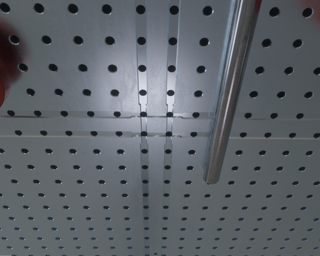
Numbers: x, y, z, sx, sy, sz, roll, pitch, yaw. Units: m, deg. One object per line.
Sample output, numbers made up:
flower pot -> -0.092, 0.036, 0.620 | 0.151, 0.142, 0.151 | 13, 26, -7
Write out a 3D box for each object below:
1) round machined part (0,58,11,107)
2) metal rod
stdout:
round machined part -> -0.218, -0.062, 0.346 | 0.099, 0.042, 0.097 | 0, 130, 0
metal rod -> 0.083, -0.037, 0.380 | 0.025, 0.025, 0.298 | 1, 130, -1
